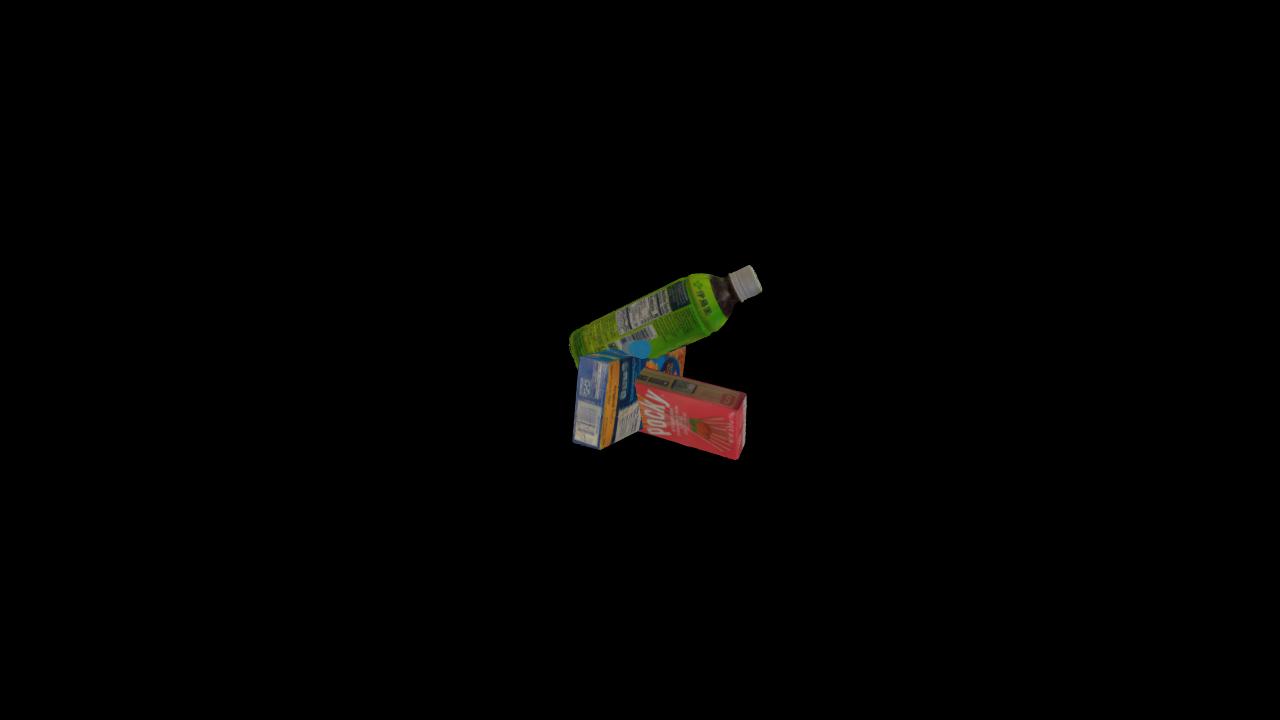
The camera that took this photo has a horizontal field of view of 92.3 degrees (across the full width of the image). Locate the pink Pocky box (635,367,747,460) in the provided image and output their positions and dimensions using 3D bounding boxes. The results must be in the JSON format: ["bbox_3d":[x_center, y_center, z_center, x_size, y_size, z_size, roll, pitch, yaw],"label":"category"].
[{"bbox_3d":[0.036,0.053,0.657,0.155,0.084,0.029,15,48,21],"label":"pink Pocky box"}]

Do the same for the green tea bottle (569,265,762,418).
[{"bbox_3d":[0.028,-0.041,0.658,0.212,0.073,0.073,-24,-8,19],"label":"green tea bottle"}]

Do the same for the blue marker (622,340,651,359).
[{"bbox_3d":[-0.014,-0.013,0.656,0.020,0.020,0.121,0,3,-17],"label":"blue marker"}]

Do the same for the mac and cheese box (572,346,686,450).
[{"bbox_3d":[-0.006,0.030,0.680,0.041,0.093,0.184,11,14,27],"label":"mac and cheese box"}]
